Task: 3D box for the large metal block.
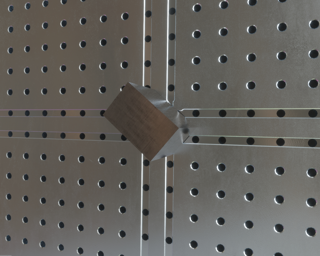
[{"bbox_3d":[-0.010,-0.008,0.387,0.080,0.080,0.050,43,104,14],"label":"large metal block"}]
